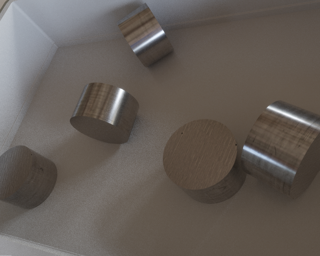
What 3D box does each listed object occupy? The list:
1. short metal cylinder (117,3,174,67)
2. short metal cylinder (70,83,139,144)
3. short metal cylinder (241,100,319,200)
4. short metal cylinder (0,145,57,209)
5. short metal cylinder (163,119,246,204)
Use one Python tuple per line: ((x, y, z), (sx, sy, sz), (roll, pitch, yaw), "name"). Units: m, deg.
((-0.021, -0.139, 0.467), (0.050, 0.080, 0.080), (-32, 52, 8), "short metal cylinder")
((-0.074, -0.018, 0.421), (0.080, 0.080, 0.050), (2, 63, 29), "short metal cylinder")
((0.122, 0.020, 0.294), (0.050, 0.080, 0.080), (31, 79, 38), "short metal cylinder")
((-0.199, 0.072, 0.450), (0.080, 0.050, 0.080), (-13, 56, 21), "short metal cylinder")
((0.050, 0.037, 0.341), (0.080, 0.050, 0.080), (-13, 56, 21), "short metal cylinder")
